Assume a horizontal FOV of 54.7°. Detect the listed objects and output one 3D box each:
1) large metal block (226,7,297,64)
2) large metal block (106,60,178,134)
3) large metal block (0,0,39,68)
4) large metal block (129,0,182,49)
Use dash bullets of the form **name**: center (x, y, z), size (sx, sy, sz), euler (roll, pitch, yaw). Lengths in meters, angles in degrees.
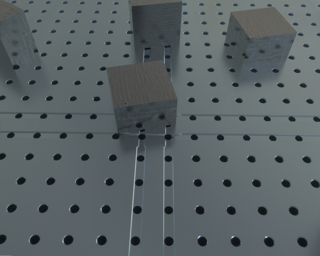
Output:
- **large metal block**: center (0.169, -0.159, 0.527), size (0.081, 0.050, 0.080), euler (-10, 51, -9)
- **large metal block**: center (-0.026, -0.045, 0.428), size (0.081, 0.050, 0.080), euler (-10, 51, -9)
- **large metal block**: center (-0.254, -0.157, 0.500), size (0.080, 0.080, 0.050), euler (30, 56, 22)
- **large metal block**: center (-0.009, -0.187, 0.529), size (0.081, 0.080, 0.050), euler (-8, 51, -7)
